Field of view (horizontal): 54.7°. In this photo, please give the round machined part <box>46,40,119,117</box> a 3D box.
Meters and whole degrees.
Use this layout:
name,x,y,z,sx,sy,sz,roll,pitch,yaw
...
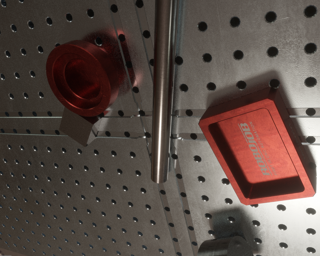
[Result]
name,x,y,z,sx,sy,sz,roll,pitch,yaw
round machined part,-0.096,-0.067,0.407,0.098,0.042,0.097,13,124,20

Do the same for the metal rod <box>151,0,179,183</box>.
name,x,y,z,sx,sy,sz,roll,pitch,yaw
metal rod,0.004,-0.053,0.375,0.025,0.025,0.298,15,125,19

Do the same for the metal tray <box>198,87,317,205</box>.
name,x,y,z,sx,sy,sz,roll,pitch,yaw
metal tray,0.115,0.027,0.363,0.090,0.030,0.130,-19,109,35

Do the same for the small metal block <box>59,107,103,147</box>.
name,x,y,z,sx,sy,sz,roll,pitch,yaw
small metal block,-0.120,-0.007,0.468,0.050,0.025,0.050,33,129,6

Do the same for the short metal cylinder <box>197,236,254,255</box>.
name,x,y,z,sx,sy,sz,roll,pitch,yaw
short metal cylinder,0.097,0.201,0.448,0.050,0.080,0.080,-24,106,36
